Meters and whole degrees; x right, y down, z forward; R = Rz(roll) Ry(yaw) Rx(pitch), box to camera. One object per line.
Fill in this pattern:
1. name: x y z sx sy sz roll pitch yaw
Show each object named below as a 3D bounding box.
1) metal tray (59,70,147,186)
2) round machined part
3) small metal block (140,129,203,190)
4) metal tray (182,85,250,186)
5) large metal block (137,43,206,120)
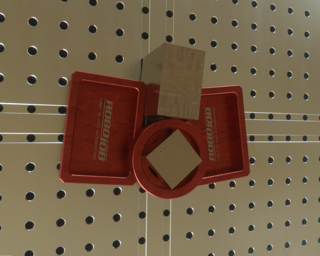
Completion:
1. metal tray: -0.070 0.002 0.380 0.091 0.030 0.129 7 88 -20
2. round machined part: 0.008 0.037 0.392 0.099 0.042 0.097 0 90 -20
3. small metal block: 0.013 0.036 0.369 0.050 0.025 0.050 -41 103 -15
4. metal tray: 0.074 0.009 0.433 0.091 0.030 0.129 -7 93 -20
5. large metal block: 0.011 -0.052 0.383 0.050 0.080 0.080 7 88 -20
